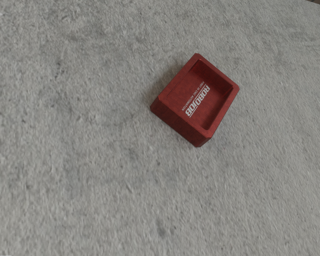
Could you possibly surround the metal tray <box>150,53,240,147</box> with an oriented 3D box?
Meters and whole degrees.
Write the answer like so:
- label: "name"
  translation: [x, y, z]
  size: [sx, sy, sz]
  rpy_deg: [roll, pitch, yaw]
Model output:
- label: "metal tray"
  translation: [0.055, -0.045, 0.456]
  size: [0.090, 0.030, 0.130]
  rpy_deg: [39, 51, -2]
